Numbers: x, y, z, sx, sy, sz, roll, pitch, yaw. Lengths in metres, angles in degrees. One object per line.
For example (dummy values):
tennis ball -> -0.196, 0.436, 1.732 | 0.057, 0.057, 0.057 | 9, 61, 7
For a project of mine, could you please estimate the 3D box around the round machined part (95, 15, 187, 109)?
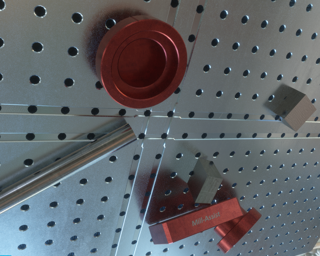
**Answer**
round machined part -> -0.023, -0.074, 0.342 | 0.099, 0.042, 0.097 | -14, 124, -21

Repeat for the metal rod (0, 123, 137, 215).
metal rod -> -0.165, 0.076, 0.367 | 0.302, 0.025, 0.025 | -29, 128, -10

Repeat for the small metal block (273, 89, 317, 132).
small metal block -> 0.225, -0.029, 0.516 | 0.050, 0.025, 0.050 | 34, 99, -39

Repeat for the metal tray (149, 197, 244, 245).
metal tray -> 0.056, 0.150, 0.497 | 0.131, 0.030, 0.090 | -13, 164, -21

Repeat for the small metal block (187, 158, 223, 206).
small metal block -> 0.068, 0.083, 0.480 | 0.025, 0.050, 0.050 | 15, 112, -16

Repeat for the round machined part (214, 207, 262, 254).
round machined part -> 0.137, 0.180, 0.568 | 0.098, 0.042, 0.098 | -38, 157, -19
